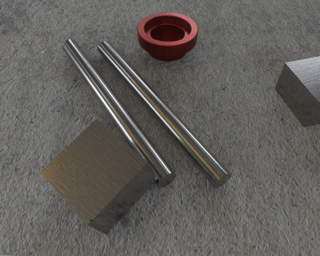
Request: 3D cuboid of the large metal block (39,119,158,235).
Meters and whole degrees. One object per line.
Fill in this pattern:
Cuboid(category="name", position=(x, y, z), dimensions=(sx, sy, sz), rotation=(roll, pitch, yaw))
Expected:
Cuboid(category="large metal block", position=(-0.063, 0.051, 0.331), dimensions=(0.080, 0.050, 0.080), rotation=(37, 74, 26))

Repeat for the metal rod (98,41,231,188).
Cuboid(category="metal rod", position=(-0.010, -0.036, 0.433), dimensions=(0.025, 0.025, 0.300), rotation=(-26, 55, -21))

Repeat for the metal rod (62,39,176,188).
Cuboid(category="metal rod", position=(-0.071, -0.038, 0.434), dimensions=(0.025, 0.025, 0.300), rotation=(-25, 55, -20))

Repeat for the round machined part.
Cuboid(category="round machined part", position=(0.012, -0.149, 0.517), dimensions=(0.099, 0.042, 0.098), rotation=(0, 50, 0))

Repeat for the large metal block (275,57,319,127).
Cuboid(category="large metal block", position=(0.225, -0.054, 0.436), dimensions=(0.081, 0.050, 0.080), rotation=(-12, 51, -10))
